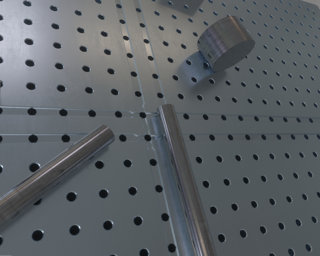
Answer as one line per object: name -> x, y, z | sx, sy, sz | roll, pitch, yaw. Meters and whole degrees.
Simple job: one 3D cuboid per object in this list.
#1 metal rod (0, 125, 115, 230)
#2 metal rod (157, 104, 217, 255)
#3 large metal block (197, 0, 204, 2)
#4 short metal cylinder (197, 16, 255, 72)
metal rod -> -0.152, 0.083, 0.275 | 0.025, 0.025, 0.302 | 46, 51, 4
metal rod -> 0.041, 0.105, 0.366 | 0.025, 0.025, 0.299 | 0, 62, -28
large metal block -> 0.059, -0.307, 0.611 | 0.081, 0.050, 0.080 | 12, 57, -22
short metal cylinder -> 0.109, -0.139, 0.516 | 0.081, 0.080, 0.050 | -18, 71, -35
